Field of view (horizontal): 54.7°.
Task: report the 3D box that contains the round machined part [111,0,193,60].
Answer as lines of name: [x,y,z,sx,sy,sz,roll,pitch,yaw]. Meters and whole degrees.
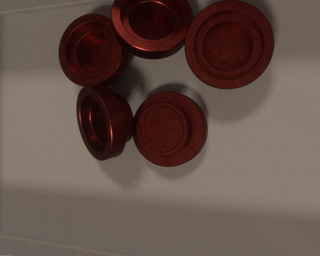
round machined part: [-0.011,-0.129,0.390,0.099,0.042,0.098,2,73,-6]

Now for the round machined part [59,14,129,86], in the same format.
round machined part: [-0.087,-0.104,0.431,0.098,0.042,0.097,0,90,19]

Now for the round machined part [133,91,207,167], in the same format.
round machined part: [0.009,0.002,0.398,0.098,0.042,0.097,0,90,19]

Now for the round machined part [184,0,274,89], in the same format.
round machined part: [0.079,-0.095,0.365,0.099,0.042,0.097,1,97,5]

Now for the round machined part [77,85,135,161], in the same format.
round machined part: [-0.070,-0.009,0.409,0.098,0.042,0.097,23,120,48]
